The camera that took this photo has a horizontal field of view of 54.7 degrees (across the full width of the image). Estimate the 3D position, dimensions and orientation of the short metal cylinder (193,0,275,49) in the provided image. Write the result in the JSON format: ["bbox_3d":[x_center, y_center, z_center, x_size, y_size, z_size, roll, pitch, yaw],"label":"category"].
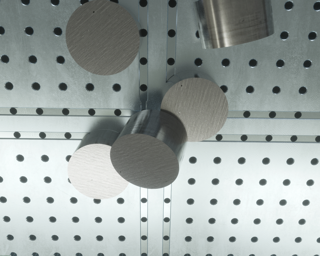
[{"bbox_3d":[0.081,-0.122,0.340,0.080,0.080,0.050,-13,110,4],"label":"short metal cylinder"}]

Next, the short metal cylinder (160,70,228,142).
[{"bbox_3d":[0.041,-0.029,0.390,0.081,0.050,0.079,0,110,0],"label":"short metal cylinder"}]

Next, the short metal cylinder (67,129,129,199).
[{"bbox_3d":[-0.077,0.048,0.417,0.081,0.050,0.079,0,110,0],"label":"short metal cylinder"}]

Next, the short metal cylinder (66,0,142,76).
[{"bbox_3d":[-0.062,-0.105,0.361,0.081,0.050,0.079,0,110,0],"label":"short metal cylinder"}]

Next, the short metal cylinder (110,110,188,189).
[{"bbox_3d":[-0.012,0.025,0.365,0.080,0.050,0.079,8,126,12],"label":"short metal cylinder"}]
